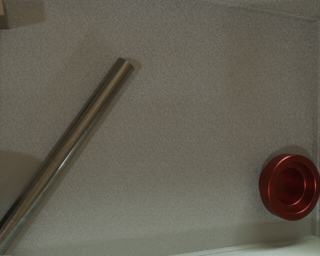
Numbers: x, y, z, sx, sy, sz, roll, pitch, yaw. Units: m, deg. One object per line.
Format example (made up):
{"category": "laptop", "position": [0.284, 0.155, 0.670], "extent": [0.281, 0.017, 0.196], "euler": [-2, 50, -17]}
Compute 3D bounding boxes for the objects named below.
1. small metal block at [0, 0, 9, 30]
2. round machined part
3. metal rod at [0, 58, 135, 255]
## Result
{"category": "small metal block", "position": [-0.191, -0.123, 0.326], "extent": [0.050, 0.050, 0.025], "euler": [-8, 93, -20]}
{"category": "round machined part", "position": [0.193, 0.088, 0.475], "extent": [0.099, 0.042, 0.097], "euler": [0, 90, -21]}
{"category": "metal rod", "position": [-0.123, 0.041, 0.365], "extent": [0.025, 0.025, 0.300], "euler": [37, 78, -17]}
